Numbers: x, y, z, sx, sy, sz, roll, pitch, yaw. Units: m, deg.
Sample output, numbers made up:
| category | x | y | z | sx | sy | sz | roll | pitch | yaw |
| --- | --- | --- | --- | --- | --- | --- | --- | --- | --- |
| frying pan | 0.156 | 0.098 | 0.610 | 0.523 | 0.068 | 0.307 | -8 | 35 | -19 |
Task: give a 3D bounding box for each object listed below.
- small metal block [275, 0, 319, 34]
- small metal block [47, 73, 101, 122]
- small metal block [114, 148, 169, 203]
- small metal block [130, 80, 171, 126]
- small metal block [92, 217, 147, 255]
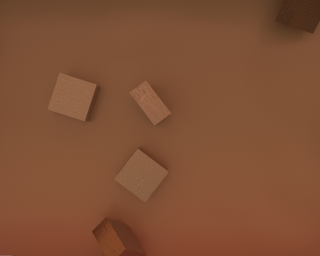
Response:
| category | x | y | z | sx | sy | sz | roll | pitch | yaw |
| --- | --- | --- | --- | --- | --- | --- | --- | --- | --- |
| small metal block | 0.182 | -0.152 | 0.392 | 0.050 | 0.025 | 0.050 | 1 | 121 | -32 |
| small metal block | -0.113 | -0.040 | 0.410 | 0.050 | 0.025 | 0.050 | 18 | 90 | 0 |
| small metal block | -0.024 | 0.061 | 0.411 | 0.050 | 0.025 | 0.050 | 37 | 90 | 0 |
| small metal block | -0.012 | -0.030 | 0.399 | 0.025 | 0.050 | 0.050 | -37 | 90 | 0 |
| small metal block | -0.051 | 0.144 | 0.388 | 0.025 | 0.050 | 0.050 | -45 | 51 | 0 |
